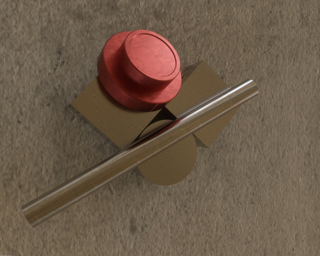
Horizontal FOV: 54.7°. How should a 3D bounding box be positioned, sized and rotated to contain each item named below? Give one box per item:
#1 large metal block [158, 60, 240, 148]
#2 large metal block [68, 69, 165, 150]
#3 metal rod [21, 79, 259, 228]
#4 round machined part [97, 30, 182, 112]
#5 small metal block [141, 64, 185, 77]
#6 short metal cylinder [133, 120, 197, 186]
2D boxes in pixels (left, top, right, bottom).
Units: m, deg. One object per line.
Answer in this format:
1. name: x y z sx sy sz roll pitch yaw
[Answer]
1. large metal block: 0.050 -0.031 0.417 0.080 0.050 0.080 43 76 -15
2. large metal block: -0.052 -0.029 0.377 0.080 0.050 0.080 44 76 -15
3. metal rod: -0.007 0.018 0.355 0.302 0.025 0.025 -29 100 -18
4. round machined part: -0.016 -0.070 0.349 0.099 0.042 0.098 15 57 -25
5. small metal block: -0.005 -0.069 0.408 0.050 0.025 0.050 45 76 -15
6. short metal cylinder: 0.000 0.030 0.397 0.081 0.050 0.079 0 90 -21
